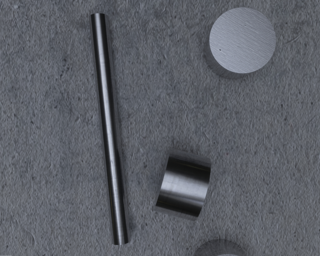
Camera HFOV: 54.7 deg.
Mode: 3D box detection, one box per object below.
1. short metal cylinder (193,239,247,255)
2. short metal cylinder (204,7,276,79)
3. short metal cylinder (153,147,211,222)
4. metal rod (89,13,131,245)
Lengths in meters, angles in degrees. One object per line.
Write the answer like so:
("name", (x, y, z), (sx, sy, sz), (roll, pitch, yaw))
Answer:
("short metal cylinder", (0.082, 0.192, 0.398), (0.081, 0.050, 0.080), (0, 90, 0))
("short metal cylinder", (0.100, -0.106, 0.398), (0.081, 0.050, 0.080), (0, 90, 0))
("short metal cylinder", (0.026, 0.069, 0.383), (0.050, 0.080, 0.080), (15, 90, 0))
("metal rod", (-0.066, 0.002, 0.409), (0.025, 0.025, 0.298), (-6, 90, 0))
